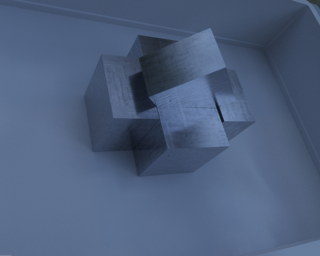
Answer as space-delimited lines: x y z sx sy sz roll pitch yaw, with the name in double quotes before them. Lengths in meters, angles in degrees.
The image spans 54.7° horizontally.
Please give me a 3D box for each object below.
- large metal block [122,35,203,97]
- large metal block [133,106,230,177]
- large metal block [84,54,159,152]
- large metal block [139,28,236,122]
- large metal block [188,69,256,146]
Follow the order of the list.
"large metal block" -0.002 -0.071 0.411 0.081 0.080 0.050 0 62 -28
"large metal block" 0.021 0.017 0.369 0.081 0.080 0.050 0 62 -28
"large metal block" -0.048 -0.026 0.359 0.050 0.080 0.080 0 62 -28
"large metal block" 0.033 -0.053 0.346 0.080 0.080 0.050 45 27 -62
"large metal block" 0.071 -0.024 0.419 0.050 0.080 0.080 0 62 -29
